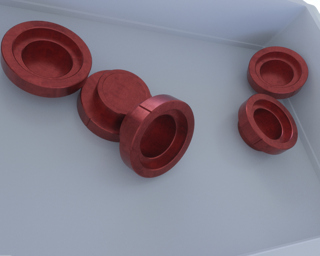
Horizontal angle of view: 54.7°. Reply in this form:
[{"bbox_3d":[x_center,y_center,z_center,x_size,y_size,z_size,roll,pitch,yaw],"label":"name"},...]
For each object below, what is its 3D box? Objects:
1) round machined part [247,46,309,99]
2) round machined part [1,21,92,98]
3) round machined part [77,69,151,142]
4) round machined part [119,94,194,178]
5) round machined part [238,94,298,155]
[{"bbox_3d":[0.203,-0.092,0.546,0.099,0.042,0.098,-2,65,4],"label":"round machined part"},{"bbox_3d":[-0.135,-0.076,0.369,0.099,0.042,0.098,14,56,-21],"label":"round machined part"},{"bbox_3d":[-0.051,-0.035,0.390,0.099,0.042,0.098,14,56,-21],"label":"round machined part"},{"bbox_3d":[-0.008,0.006,0.365,0.099,0.097,0.042,-23,39,-36],"label":"round machined part"},{"bbox_3d":[0.163,-0.002,0.486,0.099,0.042,0.098,14,56,-21],"label":"round machined part"}]
